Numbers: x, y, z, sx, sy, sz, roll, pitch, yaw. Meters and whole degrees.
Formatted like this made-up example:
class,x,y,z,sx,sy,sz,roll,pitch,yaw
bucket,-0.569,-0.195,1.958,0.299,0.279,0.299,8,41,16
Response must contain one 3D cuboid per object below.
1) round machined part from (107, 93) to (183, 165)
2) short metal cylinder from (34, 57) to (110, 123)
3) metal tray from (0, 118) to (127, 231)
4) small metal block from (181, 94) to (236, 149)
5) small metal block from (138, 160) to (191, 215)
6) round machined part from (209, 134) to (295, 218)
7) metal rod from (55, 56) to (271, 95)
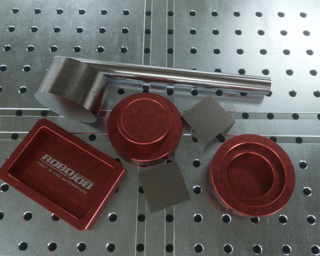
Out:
class,x,y,z,sx,sy,sz,roll,pitch,yaw
round machined part,-0.020,-0.004,0.403,0.099,0.042,0.098,0,67,0
short metal cylinder,-0.111,-0.047,0.399,0.080,0.080,0.050,17,71,6
metal tray,-0.119,0.056,0.387,0.130,0.030,0.090,29,73,10
small metal block,0.063,-0.008,0.415,0.050,0.025,0.050,-36,74,-12
small metal block,0.005,0.074,0.385,0.050,0.025,0.050,-18,71,-7
round machined part,0.109,0.060,0.381,0.099,0.042,0.098,0,70,0
metal rod,0.002,-0.075,0.438,0.302,0.025,0.025,6,70,2
